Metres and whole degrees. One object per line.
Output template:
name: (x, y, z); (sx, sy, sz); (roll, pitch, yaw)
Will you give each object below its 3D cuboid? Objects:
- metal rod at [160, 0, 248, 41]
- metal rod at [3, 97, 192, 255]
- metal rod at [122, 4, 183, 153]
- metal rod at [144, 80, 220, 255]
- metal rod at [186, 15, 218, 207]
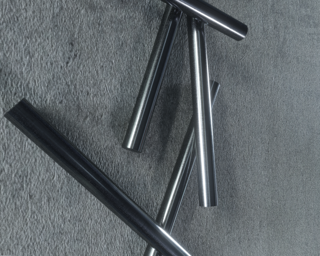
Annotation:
metal rod: (-0.006, -0.172, 0.373); (0.302, 0.025, 0.025); (15, 81, -31)
metal rod: (-0.045, 0.084, 0.346); (0.300, 0.025, 0.025); (49, 61, -22)
metal rod: (0.006, -0.113, 0.409); (0.025, 0.025, 0.299); (26, 74, -37)
metal rod: (0.028, 0.068, 0.428); (0.025, 0.025, 0.299); (33, 70, -35)
metal rod: (0.057, -0.045, 0.428); (0.025, 0.025, 0.298); (2, 81, -40)
